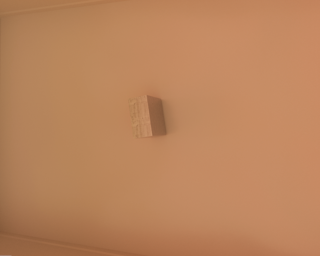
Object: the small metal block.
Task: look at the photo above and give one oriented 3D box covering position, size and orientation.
[{"bbox_3d":[-0.016,-0.013,0.399,0.025,0.050,0.050,-9,86,20],"label":"small metal block"}]
